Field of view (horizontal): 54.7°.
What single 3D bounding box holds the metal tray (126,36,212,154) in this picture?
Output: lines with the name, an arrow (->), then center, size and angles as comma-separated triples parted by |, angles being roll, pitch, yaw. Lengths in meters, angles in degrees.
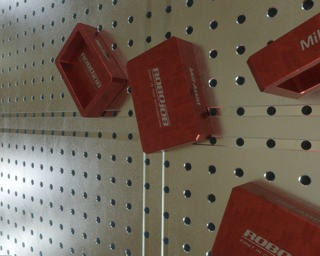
metal tray -> 0.008, -0.039, 0.398 | 0.090, 0.030, 0.129 | -19, 78, 38

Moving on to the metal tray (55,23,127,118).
metal tray -> -0.115, -0.092, 0.498 | 0.090, 0.030, 0.130 | -46, 63, 30

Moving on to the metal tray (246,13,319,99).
metal tray -> 0.147, -0.069, 0.245 | 0.130, 0.091, 0.030 | -31, 71, 35

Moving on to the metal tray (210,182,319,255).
metal tray -> 0.122, 0.122, 0.304 | 0.130, 0.030, 0.089 | 24, 105, 37
